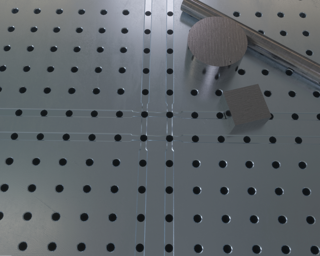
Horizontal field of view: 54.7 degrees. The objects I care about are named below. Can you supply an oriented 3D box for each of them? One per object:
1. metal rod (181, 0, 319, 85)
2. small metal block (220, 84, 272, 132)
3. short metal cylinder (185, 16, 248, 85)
[{"bbox_3d":[0.164,-0.116,0.455,0.301,0.025,0.025,32,73,11],"label":"metal rod"},{"bbox_3d":[0.116,-0.028,0.423,0.050,0.025,0.050,-13,71,-5],"label":"small metal block"},{"bbox_3d":[0.077,-0.109,0.439,0.081,0.050,0.080,0,70,0],"label":"short metal cylinder"}]
